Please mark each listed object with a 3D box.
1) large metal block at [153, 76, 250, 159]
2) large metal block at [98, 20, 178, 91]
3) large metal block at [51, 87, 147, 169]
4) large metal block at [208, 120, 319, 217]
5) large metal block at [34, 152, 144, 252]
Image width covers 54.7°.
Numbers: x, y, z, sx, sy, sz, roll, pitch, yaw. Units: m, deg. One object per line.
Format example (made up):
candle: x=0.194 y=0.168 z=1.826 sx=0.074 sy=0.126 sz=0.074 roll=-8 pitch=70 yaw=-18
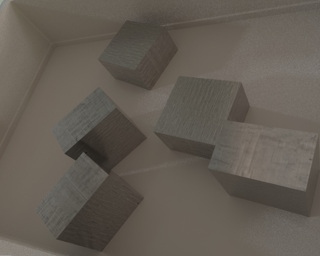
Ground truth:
large metal block: x=0.051 y=-0.012 z=0.369 sx=0.080 sy=0.050 sz=0.080 roll=12 pitch=68 yaw=32
large metal block: x=-0.033 y=-0.113 z=0.475 sx=0.080 sy=0.050 sz=0.080 roll=23 pitch=74 yaw=36
large metal block: x=-0.077 y=0.007 z=0.405 sx=0.080 sy=0.080 sz=0.050 roll=-42 pitch=51 yaw=-1
large metal block: x=0.102 y=0.039 z=0.293 sx=0.080 sy=0.080 sz=0.050 roll=10 pitch=67 yaw=32
large metal block: x=-0.077 y=0.087 z=0.356 sx=0.050 sy=0.080 sz=0.080 roll=33 pitch=80 yaw=38
